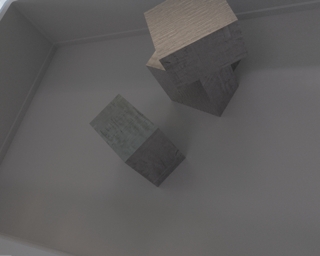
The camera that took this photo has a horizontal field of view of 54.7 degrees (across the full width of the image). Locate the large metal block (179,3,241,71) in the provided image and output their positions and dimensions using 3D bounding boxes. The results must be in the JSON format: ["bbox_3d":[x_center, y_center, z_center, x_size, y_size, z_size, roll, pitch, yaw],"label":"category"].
[{"bbox_3d":[0.057,-0.114,0.410,0.080,0.080,0.050,24,75,36],"label":"large metal block"}]

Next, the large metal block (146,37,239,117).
[{"bbox_3d":[0.042,-0.065,0.388,0.080,0.080,0.050,23,75,36],"label":"large metal block"}]

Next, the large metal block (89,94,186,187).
[{"bbox_3d":[-0.026,0.016,0.374,0.050,0.080,0.080,-46,51,-4],"label":"large metal block"}]

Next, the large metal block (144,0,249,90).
[{"bbox_3d":[0.037,-0.101,0.329,0.080,0.050,0.080,-25,53,13],"label":"large metal block"}]
